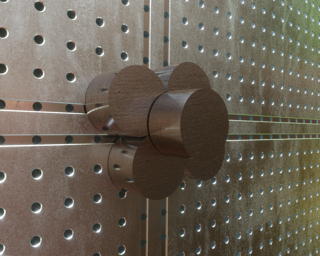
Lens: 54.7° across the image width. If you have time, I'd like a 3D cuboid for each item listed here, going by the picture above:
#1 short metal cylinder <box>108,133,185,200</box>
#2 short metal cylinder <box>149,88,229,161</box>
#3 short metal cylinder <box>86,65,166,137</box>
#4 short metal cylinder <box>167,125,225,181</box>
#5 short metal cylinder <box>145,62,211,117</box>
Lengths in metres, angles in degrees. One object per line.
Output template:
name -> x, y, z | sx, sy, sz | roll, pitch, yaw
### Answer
short metal cylinder -> -0.016, 0.044, 0.381 | 0.081, 0.050, 0.079 | 0, 90, -40
short metal cylinder -> 0.034, -0.004, 0.356 | 0.081, 0.050, 0.079 | -2, 93, -41
short metal cylinder -> -0.038, -0.030, 0.361 | 0.081, 0.050, 0.079 | 0, 90, -40
short metal cylinder -> 0.045, 0.030, 0.432 | 0.081, 0.050, 0.079 | 0, 90, -40
short metal cylinder -> 0.023, -0.044, 0.413 | 0.081, 0.050, 0.079 | 0, 90, -40
